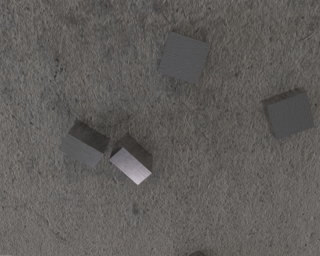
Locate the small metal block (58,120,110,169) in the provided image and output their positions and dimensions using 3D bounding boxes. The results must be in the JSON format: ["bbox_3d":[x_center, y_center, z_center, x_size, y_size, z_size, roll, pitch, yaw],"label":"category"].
[{"bbox_3d":[-0.097,0.020,0.403,0.050,0.050,0.025,32,107,-11],"label":"small metal block"}]

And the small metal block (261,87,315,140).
[{"bbox_3d":[0.167,-0.019,0.404,0.050,0.025,0.050,-20,109,7],"label":"small metal block"}]

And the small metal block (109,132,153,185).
[{"bbox_3d":[-0.037,0.040,0.411,0.025,0.050,0.050,-42,105,14],"label":"small metal block"}]

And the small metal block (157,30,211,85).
[{"bbox_3d":[0.028,-0.087,0.378,0.050,0.025,0.050,16,109,-6],"label":"small metal block"}]

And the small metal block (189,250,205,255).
[{"bbox_3d":[0.058,0.232,0.496,0.050,0.025,0.050,-33,107,11],"label":"small metal block"}]
